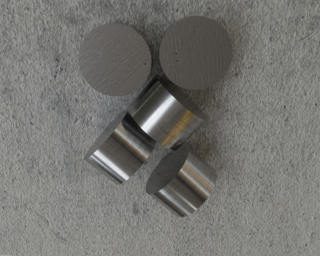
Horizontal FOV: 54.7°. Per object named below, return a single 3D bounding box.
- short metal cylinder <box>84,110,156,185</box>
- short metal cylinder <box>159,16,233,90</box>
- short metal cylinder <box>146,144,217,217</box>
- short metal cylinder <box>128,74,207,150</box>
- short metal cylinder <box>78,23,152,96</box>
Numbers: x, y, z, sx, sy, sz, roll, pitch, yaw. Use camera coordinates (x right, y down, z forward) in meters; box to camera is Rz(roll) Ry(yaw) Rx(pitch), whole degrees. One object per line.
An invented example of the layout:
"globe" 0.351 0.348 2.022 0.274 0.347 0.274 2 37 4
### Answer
"short metal cylinder" -0.049 0.024 0.389 0.050 0.080 0.080 41 105 -14
"short metal cylinder" 0.039 -0.090 0.364 0.081 0.050 0.079 0 110 0
"short metal cylinder" 0.027 0.068 0.406 0.050 0.080 0.080 42 105 -14
"short metal cylinder" 0.009 -0.019 0.373 0.080 0.080 0.050 39 106 -13
"short metal cylinder" -0.050 -0.082 0.366 0.081 0.050 0.079 0 110 0
